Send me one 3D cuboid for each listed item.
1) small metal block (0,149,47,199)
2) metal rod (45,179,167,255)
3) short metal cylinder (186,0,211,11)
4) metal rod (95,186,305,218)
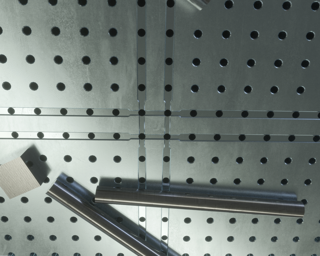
[{"bbox_3d":[-0.198,0.065,0.435,0.050,0.025,0.050,-24,109,8],"label":"small metal block"},{"bbox_3d":[-0.042,0.175,0.477,0.301,0.025,0.025,39,105,-14],"label":"metal rod"},{"bbox_3d":[0.046,-0.172,0.321,0.050,0.080,0.080,33,107,-13],"label":"short metal cylinder"},{"bbox_3d":[0.059,0.108,0.454,0.302,0.025,0.025,5,110,-3],"label":"metal rod"}]
